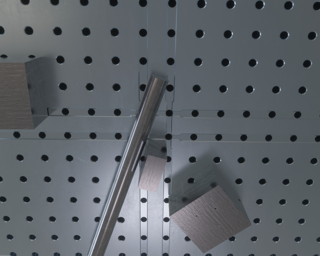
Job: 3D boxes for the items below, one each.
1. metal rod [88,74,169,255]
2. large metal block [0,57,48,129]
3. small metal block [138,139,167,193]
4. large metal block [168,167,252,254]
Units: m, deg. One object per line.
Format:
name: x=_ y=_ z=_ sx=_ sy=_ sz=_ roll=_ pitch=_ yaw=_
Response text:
metal rod: x=-0.051 y=0.068 z=0.437 sx=0.025 sy=0.025 sz=0.298 roll=18 pitch=109 yaw=-7
large metal block: x=-0.192 y=-0.044 z=0.382 sx=0.081 sy=0.050 sz=0.079 roll=0 pitch=110 yaw=-1
small metal block: x=-0.010 y=0.050 z=0.419 sx=0.025 sy=0.050 sz=0.050 roll=15 pitch=109 yaw=-6
large metal block: x=0.069 y=0.118 z=0.444 sx=0.080 sy=0.050 sz=0.080 roll=-36 pitch=106 yaw=12
